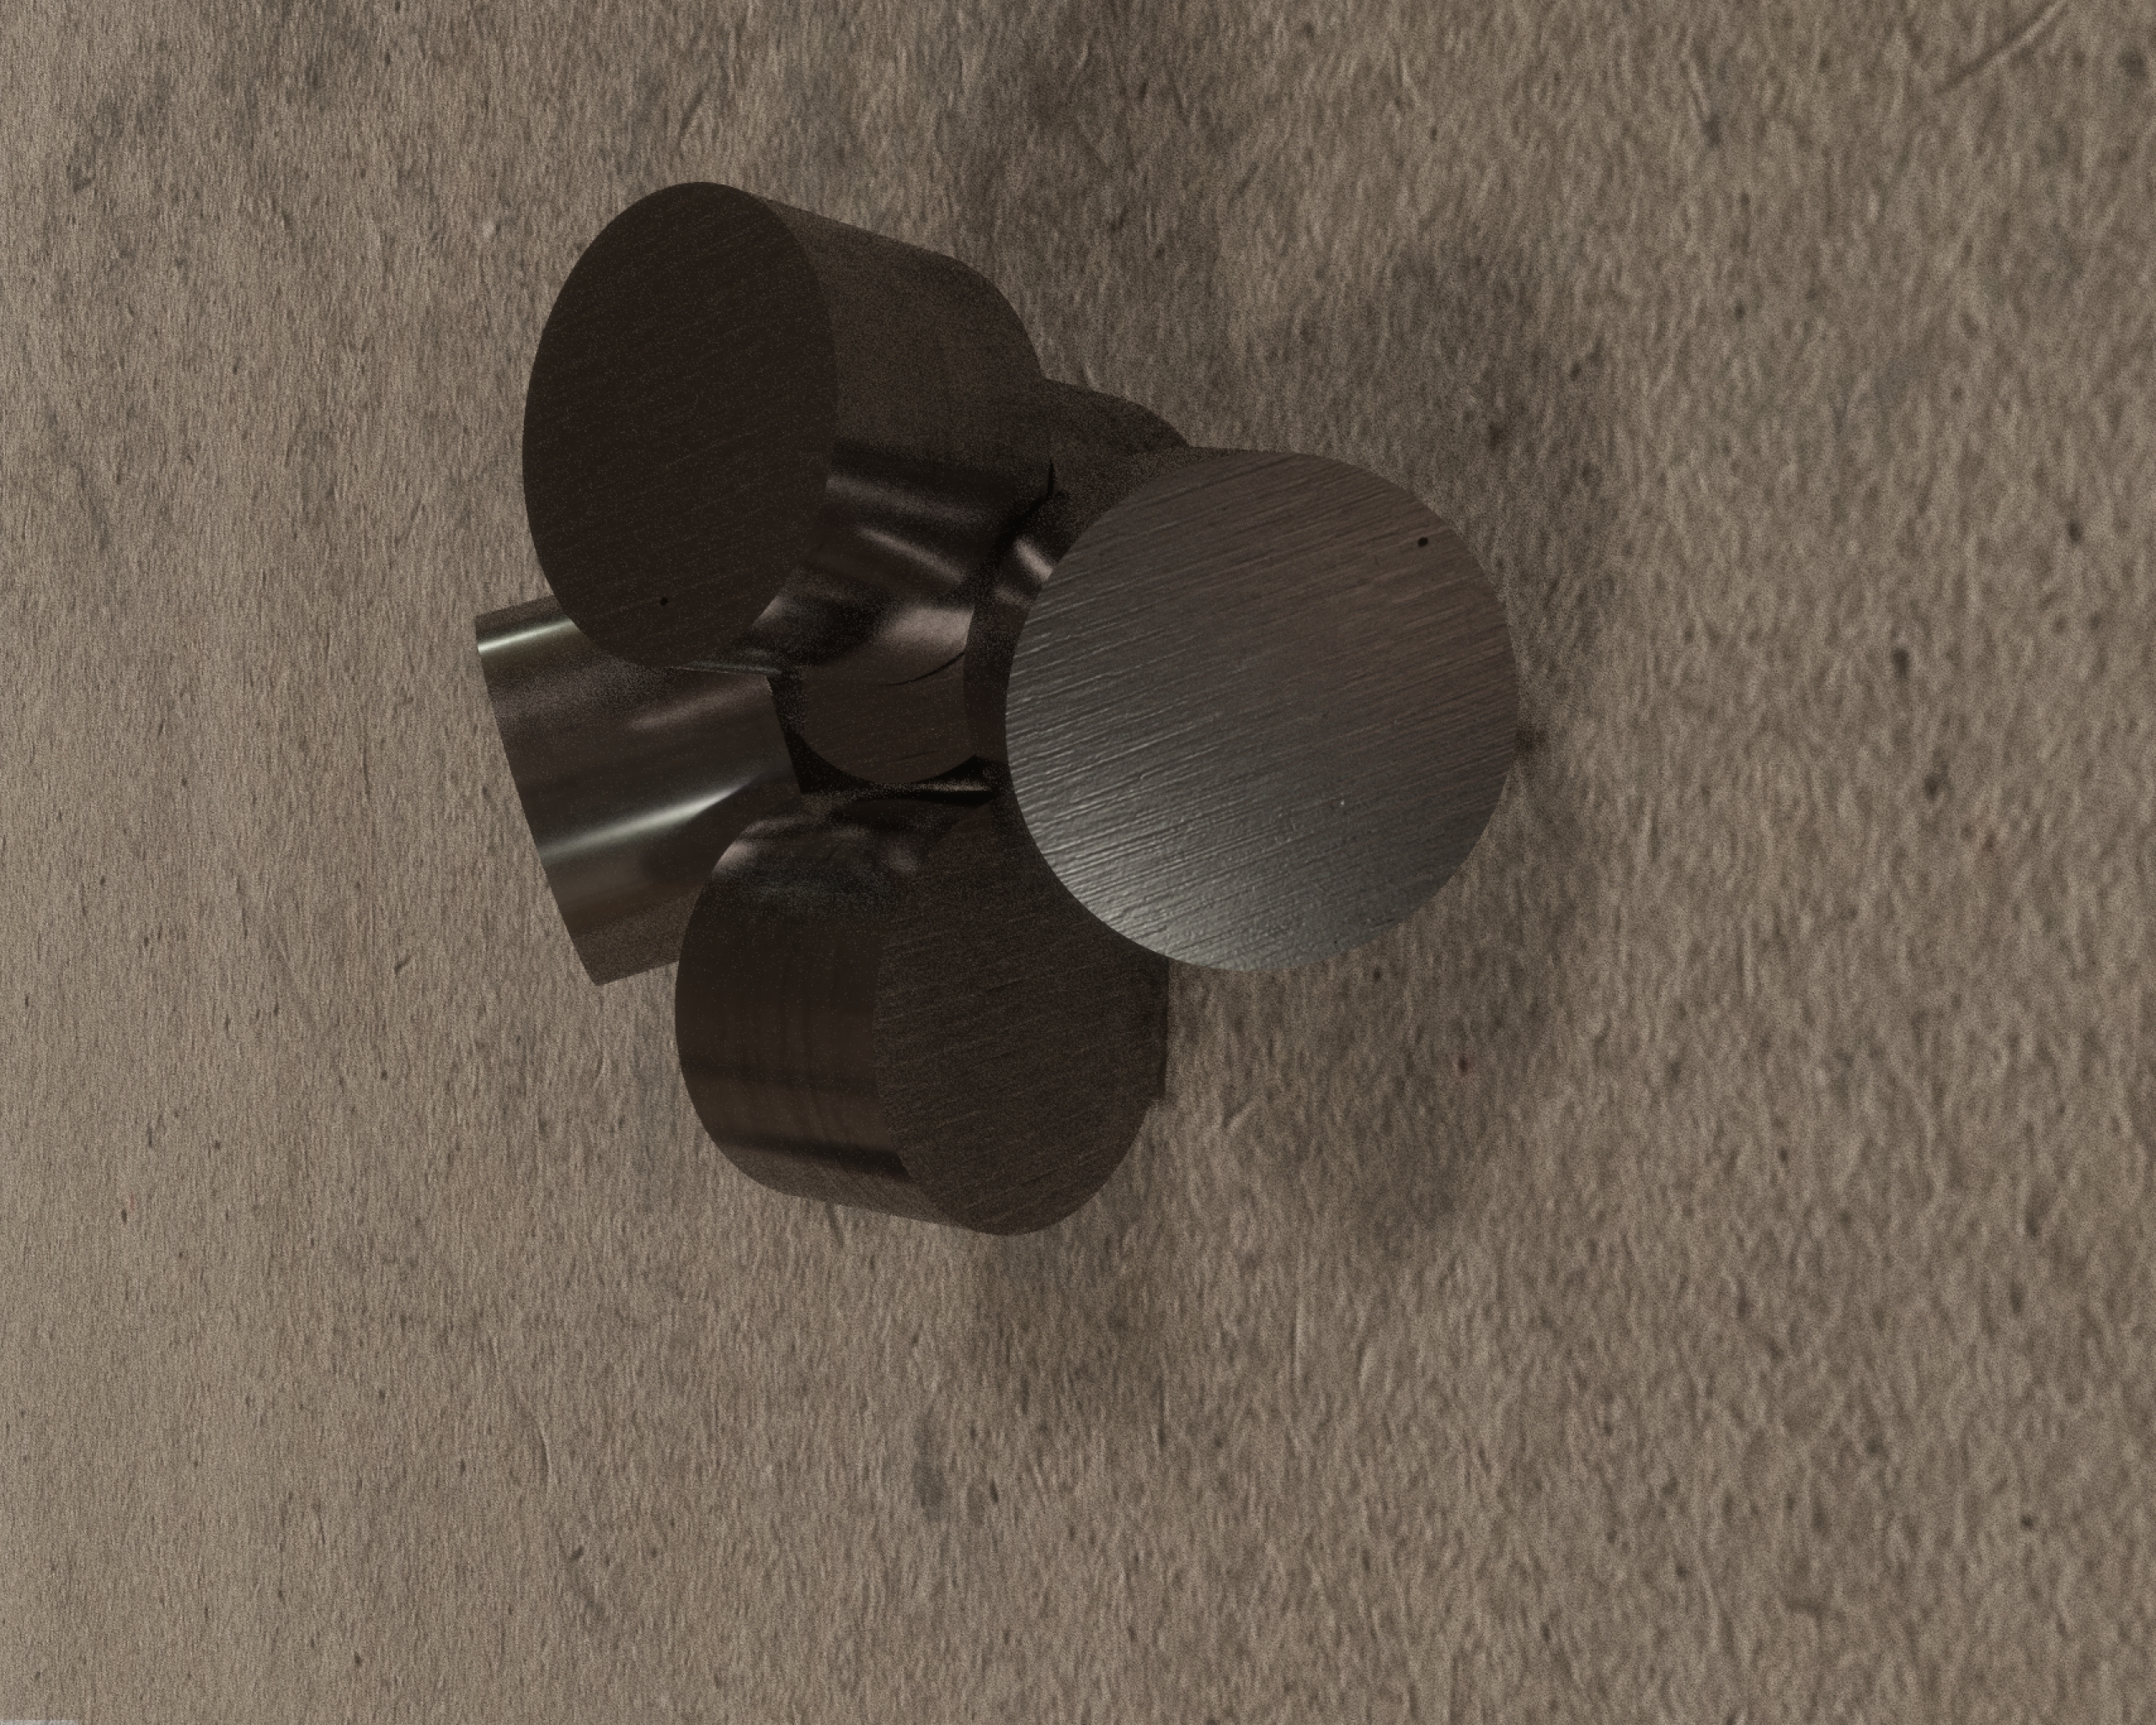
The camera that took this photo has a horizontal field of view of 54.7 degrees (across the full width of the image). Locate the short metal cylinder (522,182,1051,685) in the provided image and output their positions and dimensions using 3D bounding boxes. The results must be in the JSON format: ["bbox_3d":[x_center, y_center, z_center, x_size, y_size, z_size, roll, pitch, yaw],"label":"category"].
[{"bbox_3d":[-0.052,-0.072,0.365,0.080,0.050,0.079,0,90,39],"label":"short metal cylinder"}]

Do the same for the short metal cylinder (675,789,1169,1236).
[{"bbox_3d":[-0.027,0.026,0.390,0.050,0.081,0.079,2,92,40],"label":"short metal cylinder"}]

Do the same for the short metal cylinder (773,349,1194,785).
[{"bbox_3d":[-0.017,-0.054,0.402,0.080,0.050,0.079,0,90,39],"label":"short metal cylinder"}]

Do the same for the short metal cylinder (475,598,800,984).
[{"bbox_3d":[-0.087,-0.020,0.433,0.080,0.050,0.080,163,89,-81],"label":"short metal cylinder"}]

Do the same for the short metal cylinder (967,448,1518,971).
[{"bbox_3d":[0.024,-0.027,0.341,0.050,0.081,0.079,-132,53,-74],"label":"short metal cylinder"}]
